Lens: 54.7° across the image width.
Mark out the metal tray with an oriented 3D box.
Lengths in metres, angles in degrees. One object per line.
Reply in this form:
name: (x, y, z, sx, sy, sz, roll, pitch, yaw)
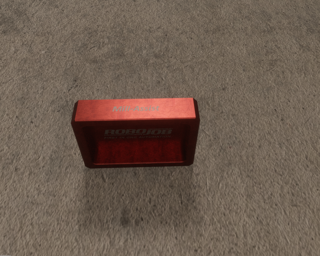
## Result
metal tray: (-0.025, 0.008, 0.353, 0.131, 0.089, 0.030, -1, 50, -2)
